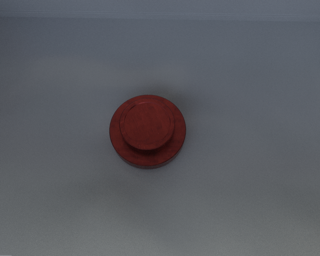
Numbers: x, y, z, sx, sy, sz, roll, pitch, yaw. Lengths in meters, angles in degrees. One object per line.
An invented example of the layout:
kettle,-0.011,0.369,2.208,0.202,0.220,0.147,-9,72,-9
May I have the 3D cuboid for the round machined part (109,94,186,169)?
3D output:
round machined part,-0.016,0.001,0.396,0.099,0.042,0.098,0,70,-1
